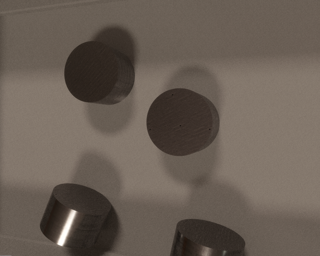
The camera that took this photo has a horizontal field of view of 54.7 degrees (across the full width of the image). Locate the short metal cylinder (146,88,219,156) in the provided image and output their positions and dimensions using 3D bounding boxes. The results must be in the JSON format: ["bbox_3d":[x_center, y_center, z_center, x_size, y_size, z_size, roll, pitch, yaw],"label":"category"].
[{"bbox_3d":[0.030,-0.007,0.386,0.080,0.050,0.079,0,90,19],"label":"short metal cylinder"}]

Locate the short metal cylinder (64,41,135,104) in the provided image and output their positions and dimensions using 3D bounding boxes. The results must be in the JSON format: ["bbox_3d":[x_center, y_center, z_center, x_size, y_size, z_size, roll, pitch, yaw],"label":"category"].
[{"bbox_3d":[-0.082,-0.073,0.425,0.080,0.050,0.079,0,90,19],"label":"short metal cylinder"}]

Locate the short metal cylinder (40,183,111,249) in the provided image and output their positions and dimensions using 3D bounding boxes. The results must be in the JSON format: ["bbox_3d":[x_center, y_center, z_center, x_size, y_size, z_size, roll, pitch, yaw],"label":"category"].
[{"bbox_3d":[-0.114,0.117,0.420,0.080,0.080,0.050,26,99,18],"label":"short metal cylinder"}]

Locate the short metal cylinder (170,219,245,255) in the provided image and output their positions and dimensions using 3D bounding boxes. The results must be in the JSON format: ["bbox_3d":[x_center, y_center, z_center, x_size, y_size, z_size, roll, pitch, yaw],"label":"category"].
[{"bbox_3d":[0.054,0.147,0.362,0.080,0.080,0.050,13,95,19],"label":"short metal cylinder"}]
